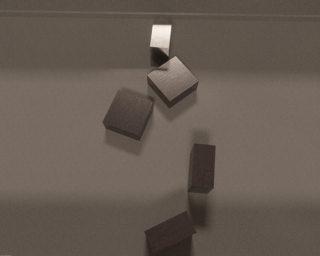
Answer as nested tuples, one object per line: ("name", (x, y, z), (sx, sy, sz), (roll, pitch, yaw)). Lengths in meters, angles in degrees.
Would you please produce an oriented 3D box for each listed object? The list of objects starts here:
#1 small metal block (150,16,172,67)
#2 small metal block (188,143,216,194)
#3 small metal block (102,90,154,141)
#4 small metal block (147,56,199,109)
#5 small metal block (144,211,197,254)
("small metal block", (0.002, -0.121, 0.441), (0.025, 0.050, 0.050), (5, 70, 2))
("small metal block", (0.050, 0.051, 0.378), (0.025, 0.050, 0.050), (6, 70, 2))
("small metal block", (-0.042, -0.017, 0.415), (0.050, 0.025, 0.050), (20, 71, 7))
("small metal block", (0.018, -0.064, 0.433), (0.050, 0.025, 0.050), (-36, 74, -13))
("small metal block", (0.011, 0.119, 0.353), (0.050, 0.050, 0.025), (-24, 72, -9))
